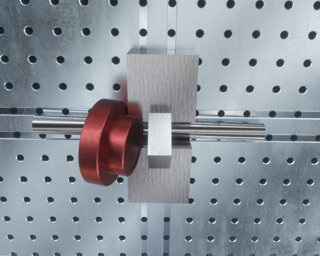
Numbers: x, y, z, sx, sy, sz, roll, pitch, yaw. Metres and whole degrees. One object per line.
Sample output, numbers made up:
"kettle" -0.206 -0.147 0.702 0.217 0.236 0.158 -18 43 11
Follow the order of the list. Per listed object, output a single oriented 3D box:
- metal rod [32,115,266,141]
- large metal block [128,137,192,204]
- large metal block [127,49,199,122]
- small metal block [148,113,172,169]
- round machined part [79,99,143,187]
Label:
"metal rod" -0.013 0.000 0.413 0.302 0.025 0.025 2 110 -1
"large metal block" -0.001 0.054 0.420 0.081 0.050 0.079 1 110 -1
"large metal block" 0.003 -0.053 0.380 0.081 0.050 0.079 1 110 -1
"small metal block" 0.000 0.016 0.359 0.025 0.050 0.050 1 66 0
"round machined part" -0.049 0.018 0.350 0.042 0.098 0.097 9 111 12
